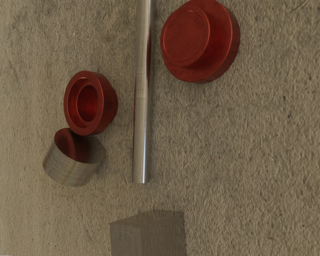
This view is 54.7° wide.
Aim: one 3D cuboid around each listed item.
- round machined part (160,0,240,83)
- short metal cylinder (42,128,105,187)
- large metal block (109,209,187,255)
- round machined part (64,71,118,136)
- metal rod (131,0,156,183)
[{"bbox_3d":[0.039,-0.102,0.362,0.098,0.042,0.097,0,90,40],"label":"round machined part"},{"bbox_3d":[-0.132,0.044,0.479,0.080,0.081,0.050,48,119,29],"label":"short metal cylinder"},{"bbox_3d":[-0.012,0.150,0.379,0.050,0.081,0.080,-7,85,40],"label":"large metal block"},{"bbox_3d":[-0.103,-0.037,0.479,0.098,0.042,0.097,0,90,40],"label":"round machined part"},{"bbox_3d":[-0.021,-0.075,0.422,0.025,0.025,0.298,3,92,40],"label":"metal rod"}]
